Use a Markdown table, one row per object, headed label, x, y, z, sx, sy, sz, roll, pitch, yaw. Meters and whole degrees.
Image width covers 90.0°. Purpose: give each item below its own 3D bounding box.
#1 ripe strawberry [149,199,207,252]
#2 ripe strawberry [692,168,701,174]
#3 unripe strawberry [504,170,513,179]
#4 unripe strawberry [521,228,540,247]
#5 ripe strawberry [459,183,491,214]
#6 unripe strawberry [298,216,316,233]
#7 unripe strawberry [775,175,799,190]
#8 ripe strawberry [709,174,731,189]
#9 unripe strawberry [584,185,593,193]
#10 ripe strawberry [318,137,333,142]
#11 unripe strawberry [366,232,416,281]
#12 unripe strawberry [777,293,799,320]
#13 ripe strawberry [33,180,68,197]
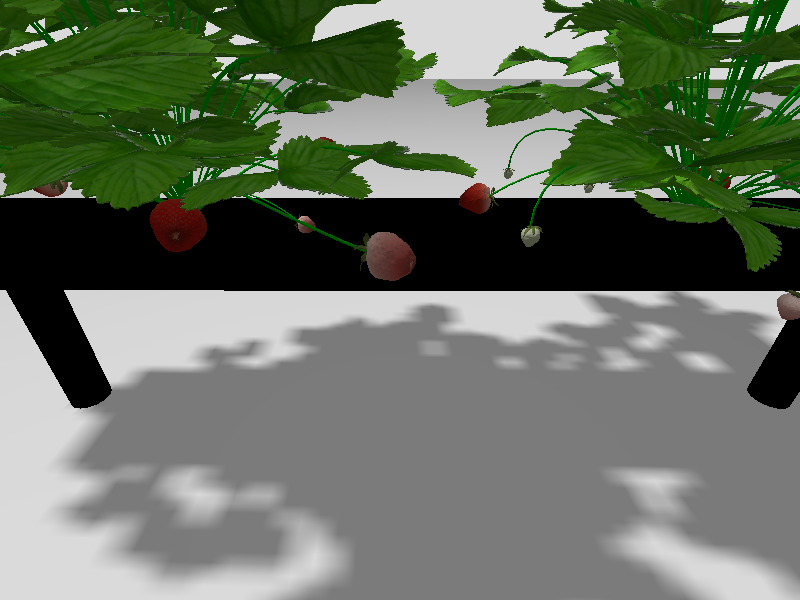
| label | x | y | z | sx | sy | sz | roll | pitch | yaw |
| --- | --- | --- | --- | --- | --- | --- | --- | --- | --- |
| ripe strawberry | -0.163 | -0.053 | 0.296 | 0.037 | 0.039 | 0.040 | -11 | 33 | -18 |
| ripe strawberry | 0.342 | -0.145 | 0.466 | 0.021 | 0.019 | 0.019 | 18 | 13 | 28 |
| unripe strawberry | 0.124 | -0.145 | 0.460 | 0.010 | 0.011 | 0.011 | 24 | 38 | 35 |
| unripe strawberry | 0.101 | -0.048 | 0.308 | 0.015 | 0.015 | 0.014 | -11 | 32 | -18 |
| ripe strawberry | 0.070 | -0.094 | 0.373 | 0.030 | 0.029 | 0.027 | -5 | 30 | 10 |
| unripe strawberry | -0.076 | -0.061 | 0.328 | 0.014 | 0.015 | 0.013 | 21 | 34 | 8 |
| unripe strawberry | 0.438 | -0.141 | 0.441 | 0.035 | 0.036 | 0.032 | -16 | 34 | -26 |
| ripe strawberry | 0.340 | -0.124 | 0.427 | 0.020 | 0.023 | 0.022 | 27 | 39 | 37 |
| unripe strawberry | 0.204 | -0.120 | 0.433 | 0.009 | 0.010 | 0.010 | -19 | 35 | -29 |
| ripe strawberry | -0.095 | -0.190 | 0.520 | 0.036 | 0.041 | 0.040 | 14 | 33 | 22 |
| unripe strawberry | -0.006 | -0.026 | 0.251 | 0.031 | 0.032 | 0.029 | 19 | 35 | 28 |
| unripe strawberry | 0.214 | 0.004 | 0.219 | 0.014 | 0.015 | 0.015 | 8 | 32 | 14 |
| ripe strawberry | -0.369 | -0.127 | 0.417 | 0.037 | 0.038 | 0.034 | 2 | 29 | 24 |
